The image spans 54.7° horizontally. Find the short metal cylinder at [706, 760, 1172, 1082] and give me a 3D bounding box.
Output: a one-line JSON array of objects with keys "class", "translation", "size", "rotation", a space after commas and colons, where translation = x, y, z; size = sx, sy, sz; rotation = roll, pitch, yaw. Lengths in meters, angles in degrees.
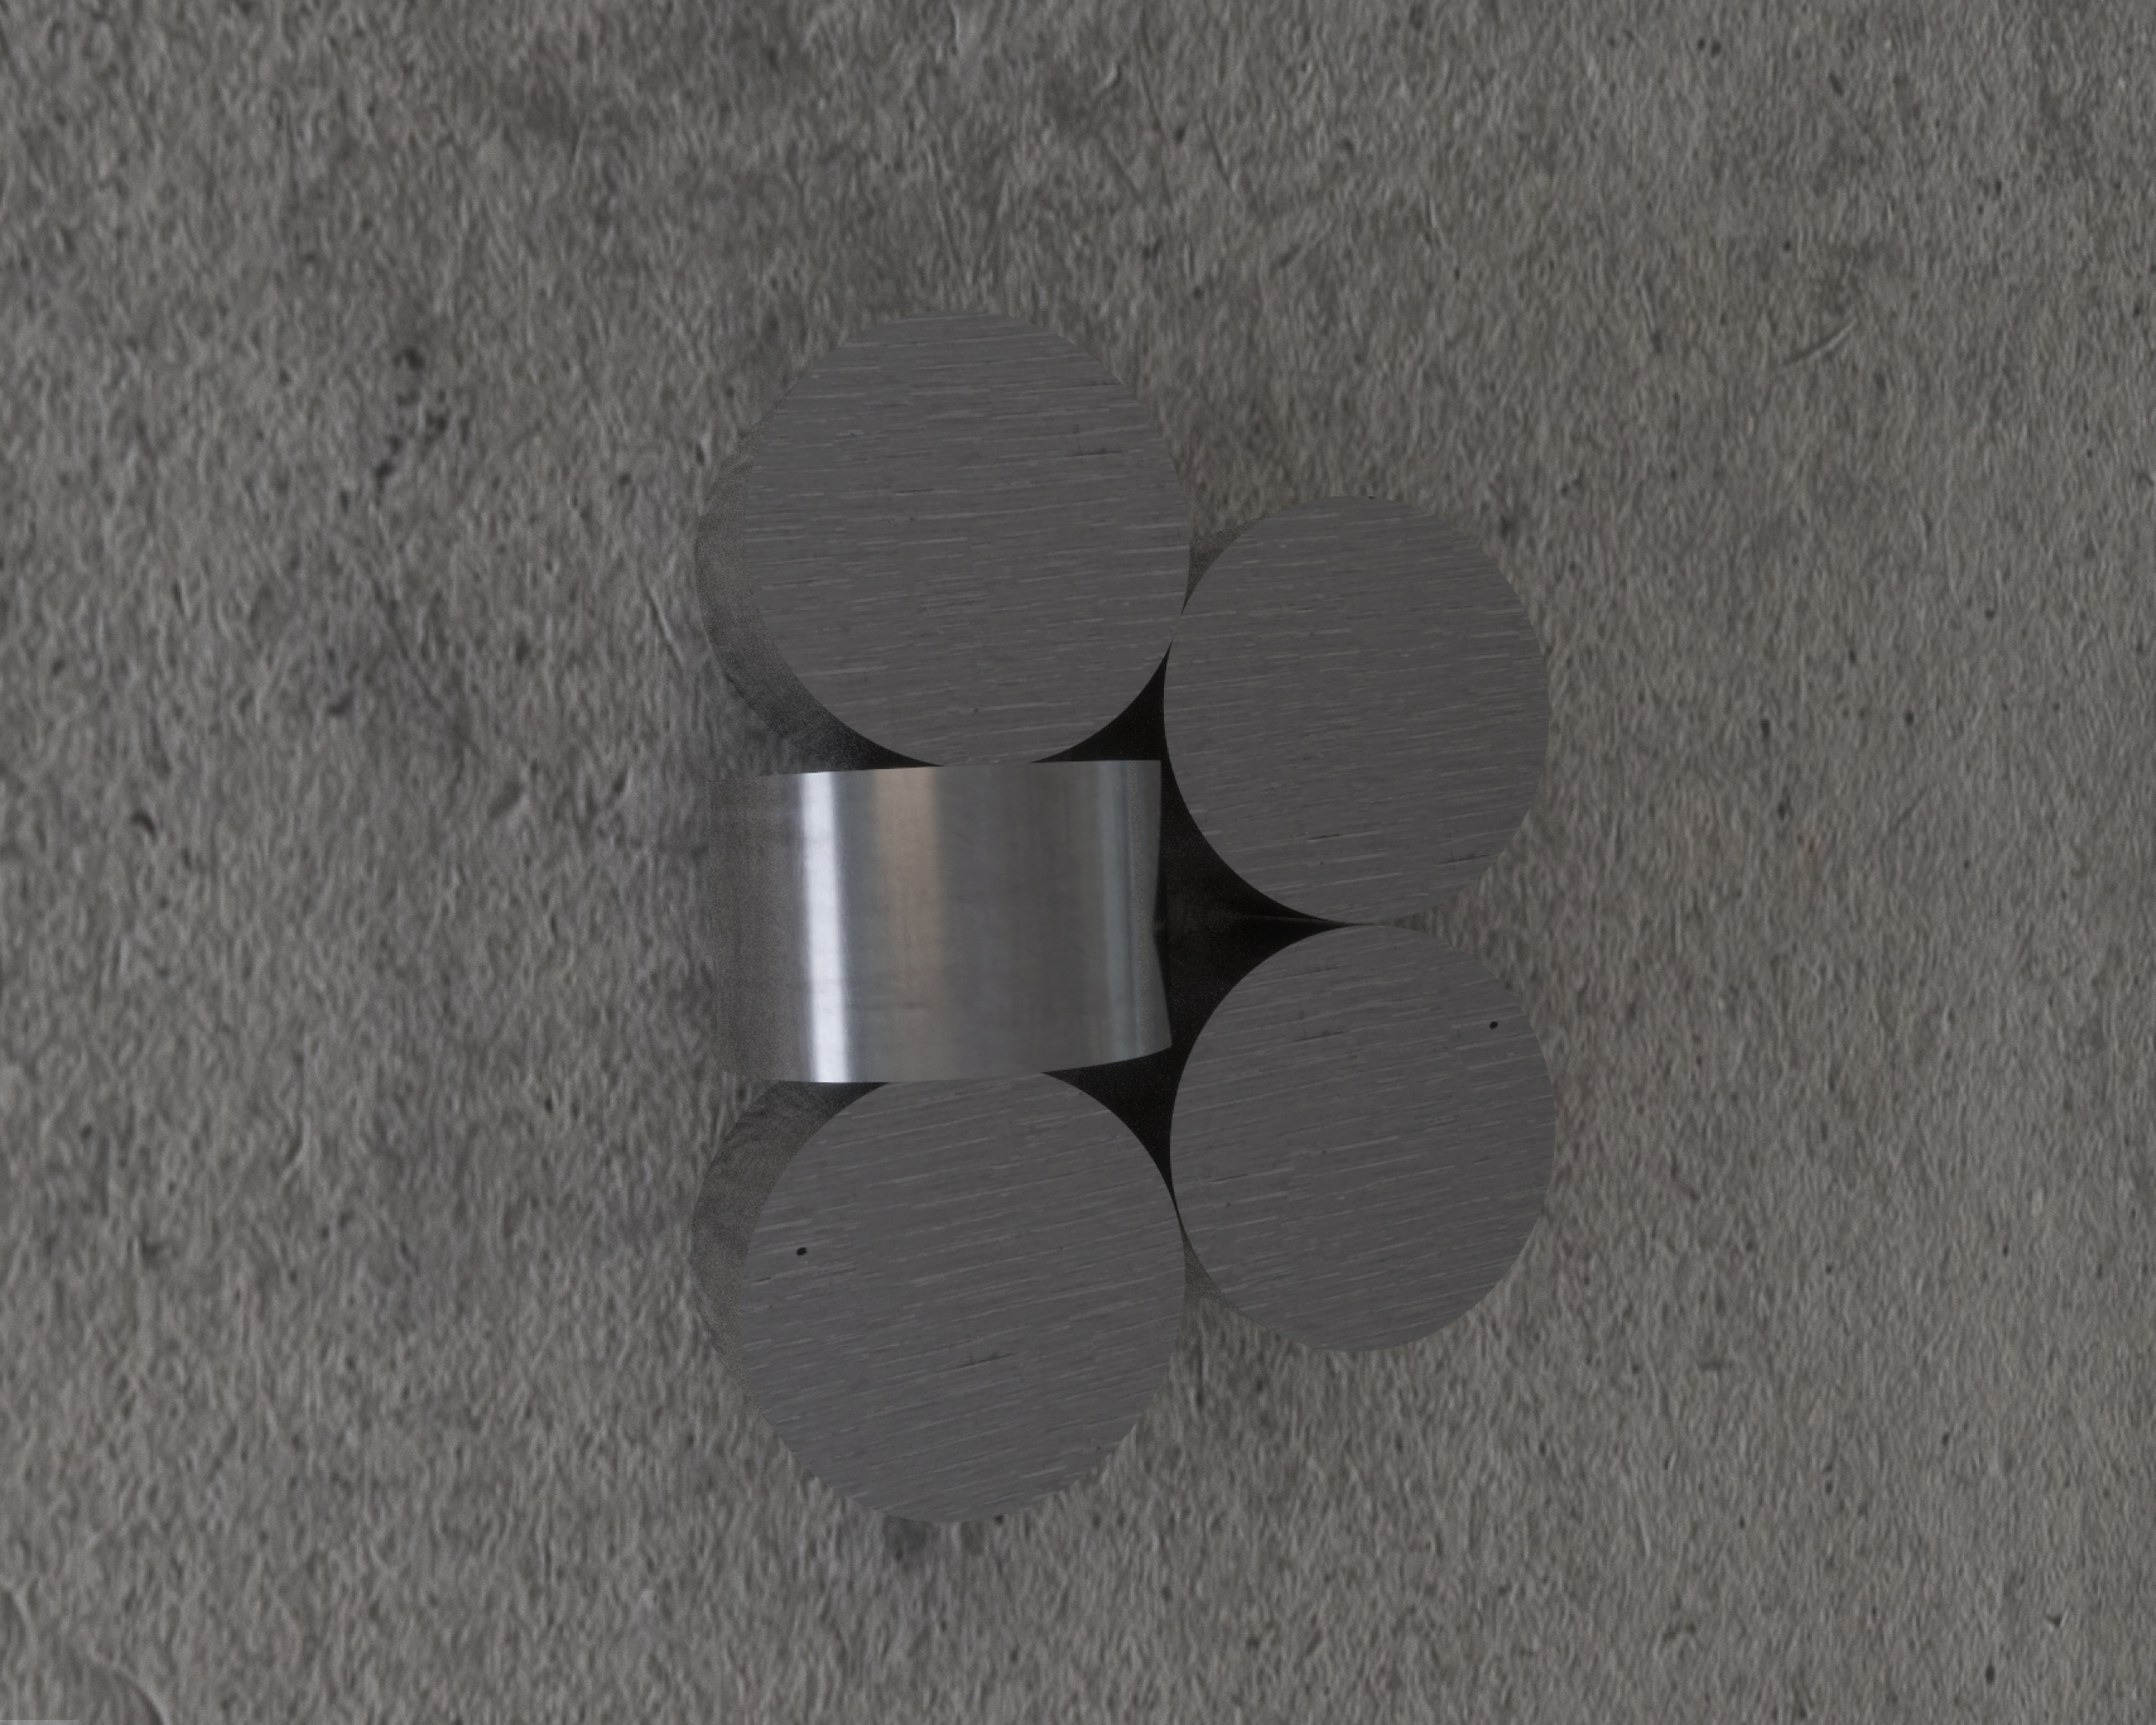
[{"class": "short metal cylinder", "translation": [-0.024, 0.009, 0.371], "size": [0.081, 0.080, 0.050], "rotation": [-3, 92, -20]}]

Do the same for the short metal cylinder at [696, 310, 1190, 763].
[{"class": "short metal cylinder", "translation": [-0.026, -0.056, 0.386], "size": [0.081, 0.050, 0.080], "rotation": [0, 90, -20]}]

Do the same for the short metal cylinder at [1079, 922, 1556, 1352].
[{"class": "short metal cylinder", "translation": [0.046, 0.051, 0.413], "size": [0.081, 0.050, 0.080], "rotation": [0, 90, -20]}]

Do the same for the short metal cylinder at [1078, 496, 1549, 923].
[{"class": "short metal cylinder", "translation": [0.045, -0.029, 0.412], "size": [0.081, 0.050, 0.080], "rotation": [0, 90, -20]}]

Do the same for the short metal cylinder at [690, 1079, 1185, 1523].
[{"class": "short metal cylinder", "translation": [-0.027, 0.075, 0.386], "size": [0.081, 0.050, 0.080], "rotation": [0, 90, -20]}]
